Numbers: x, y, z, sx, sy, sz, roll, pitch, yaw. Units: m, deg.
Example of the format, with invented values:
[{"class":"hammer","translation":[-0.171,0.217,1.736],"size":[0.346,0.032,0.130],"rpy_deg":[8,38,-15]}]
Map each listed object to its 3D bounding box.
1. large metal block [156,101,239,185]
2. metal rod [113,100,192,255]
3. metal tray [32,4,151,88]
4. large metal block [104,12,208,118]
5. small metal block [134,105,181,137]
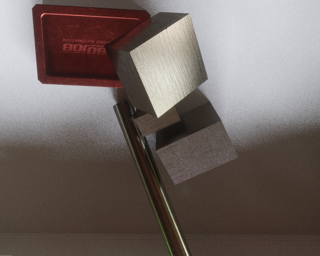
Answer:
[{"class":"large metal block","translation":[0.042,0.016,0.388],"size":[0.080,0.080,0.050],"rpy_deg":[-25,108,8]},{"class":"metal rod","translation":[0.006,0.106,0.380],"size":[0.025,0.025,0.299],"rpy_deg":[-23,82,8]},{"class":"metal tray","translation":[-0.079,-0.097,0.371],"size":[0.131,0.030,0.089],"rpy_deg":[3,110,-2]},{"class":"large metal block","translation":[-0.001,-0.071,0.342],"size":[0.080,0.050,0.080],"rpy_deg":[-39,128,-21]},{"class":"small metal block","translation":[-0.003,-0.018,0.391],"size":[0.050,0.050,0.025],"rpy_deg":[-23,109,8]}]
